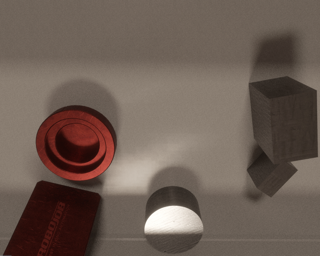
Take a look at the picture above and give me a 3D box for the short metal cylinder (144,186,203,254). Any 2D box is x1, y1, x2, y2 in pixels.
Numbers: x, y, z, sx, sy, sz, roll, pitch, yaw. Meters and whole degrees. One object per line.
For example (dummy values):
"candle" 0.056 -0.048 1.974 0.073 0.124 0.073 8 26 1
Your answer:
"short metal cylinder" 0.019 0.132 0.447 0.081 0.050 0.079 0 110 -1

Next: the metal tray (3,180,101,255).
"metal tray" -0.138 0.139 0.405 0.091 0.130 0.030 15 136 -6

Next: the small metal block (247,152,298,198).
"small metal block" 0.151 0.057 0.421 0.025 0.050 0.050 34 106 -12

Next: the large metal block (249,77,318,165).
"large metal block" 0.148 -0.013 0.380 0.050 0.080 0.079 -10 110 3

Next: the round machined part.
"round machined part" -0.106 0.016 0.407 0.099 0.042 0.097 0 110 -1
